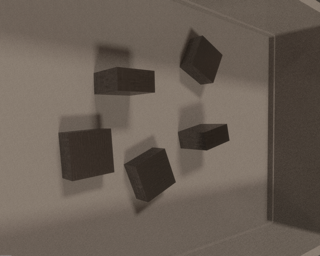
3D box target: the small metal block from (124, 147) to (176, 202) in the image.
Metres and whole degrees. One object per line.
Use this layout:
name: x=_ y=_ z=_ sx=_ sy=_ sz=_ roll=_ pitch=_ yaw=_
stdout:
small metal block: x=-0.012 y=0.059 z=0.399 sx=0.050 sy=0.025 sz=0.050 roll=-29 pitch=108 yaw=-36

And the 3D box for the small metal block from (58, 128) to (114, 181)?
small metal block: x=-0.080 y=0.027 z=0.341 sx=0.050 sy=0.025 sz=0.050 roll=-7 pitch=95 yaw=-40

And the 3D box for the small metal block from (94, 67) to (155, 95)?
small metal block: x=-0.041 y=-0.052 z=0.357 sx=0.050 sy=0.050 sz=0.025 roll=-3 pitch=92 yaw=-40

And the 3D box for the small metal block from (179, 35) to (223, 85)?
small metal block: x=0.062 y=-0.100 z=0.461 sx=0.050 sy=0.025 sz=0.050 roll=32 pitch=70 yaw=-36

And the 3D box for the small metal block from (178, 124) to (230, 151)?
small metal block: x=0.063 y=0.012 z=0.445 sx=0.050 sy=0.050 sz=0.025 roll=-18 pitch=102 yaw=-39
